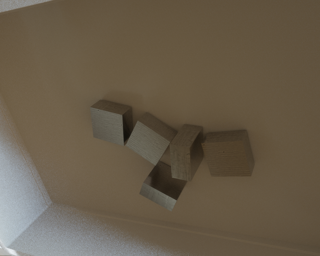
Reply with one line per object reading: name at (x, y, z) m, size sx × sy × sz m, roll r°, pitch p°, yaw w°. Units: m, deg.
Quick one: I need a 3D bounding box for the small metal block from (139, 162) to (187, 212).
small metal block at (0.007, 0.080, 0.434) m, size 0.050 × 0.050 × 0.025 m, roll 27°, pitch 128°, yaw 10°

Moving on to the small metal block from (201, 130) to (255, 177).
small metal block at (0.084, 0.032, 0.380) m, size 0.050 × 0.025 × 0.050 m, roll -6°, pitch 116°, yaw 30°

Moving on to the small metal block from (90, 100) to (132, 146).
small metal block at (-0.067, -0.008, 0.434) m, size 0.050 × 0.025 × 0.050 m, roll 14°, pitch 124°, yaw 20°

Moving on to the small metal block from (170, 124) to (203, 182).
small metal block at (0.035, 0.030, 0.390) m, size 0.025 × 0.050 × 0.050 m, roll 9°, pitch 122°, yaw 23°

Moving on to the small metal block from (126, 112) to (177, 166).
small metal block at (-0.012, 0.015, 0.419) m, size 0.050 × 0.025 × 0.050 m, roll 33°, pitch 129°, yaw 5°
